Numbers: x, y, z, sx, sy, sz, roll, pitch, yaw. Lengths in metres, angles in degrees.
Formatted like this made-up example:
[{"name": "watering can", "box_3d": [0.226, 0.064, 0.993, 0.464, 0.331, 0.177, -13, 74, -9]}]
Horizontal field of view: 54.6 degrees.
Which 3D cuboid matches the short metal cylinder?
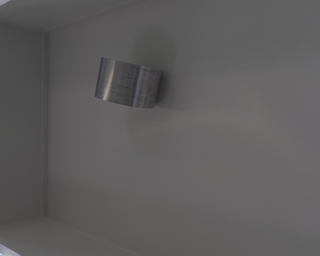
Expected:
[{"name": "short metal cylinder", "box_3d": [-0.041, -0.059, 0.406, 0.080, 0.081, 0.050, 21, 103, 38]}]
